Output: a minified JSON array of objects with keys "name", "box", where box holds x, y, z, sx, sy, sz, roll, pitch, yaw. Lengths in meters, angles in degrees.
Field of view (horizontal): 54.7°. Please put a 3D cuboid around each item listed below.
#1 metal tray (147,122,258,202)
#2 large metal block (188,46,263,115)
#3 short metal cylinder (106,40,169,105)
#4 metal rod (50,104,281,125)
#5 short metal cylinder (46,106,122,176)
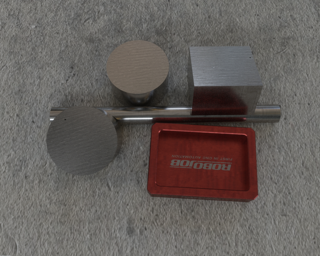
[{"name":"metal tray","box":[0.052,0.043,0.390,0.131,0.030,0.090,3,70,1]},{"name":"large metal block","box":[0.080,-0.063,0.406,0.081,0.050,0.080,-1,49,-1]},{"name":"short metal cylinder","box":[-0.029,-0.071,0.422,0.081,0.050,0.080,0,69,0]},{"name":"metal rod","box":[0.008,-0.018,0.417,0.302,0.025,0.025,-1,70,-1]},{"name":"short metal cylinder","box":[-0.089,0.014,0.377,0.081,0.050,0.079,0,91,-1]}]
